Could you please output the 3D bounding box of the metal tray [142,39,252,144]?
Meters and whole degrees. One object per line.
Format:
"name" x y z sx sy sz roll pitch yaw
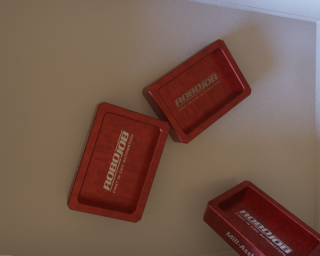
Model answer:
"metal tray" 0.053 -0.050 0.427 0.131 0.030 0.090 -37 102 -16

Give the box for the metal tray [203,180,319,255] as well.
"metal tray" 0.132 0.130 0.395 0.091 0.130 0.030 -18 132 -37

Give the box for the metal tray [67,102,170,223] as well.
"metal tray" -0.051 0.042 0.380 0.091 0.030 0.129 18 90 -17
